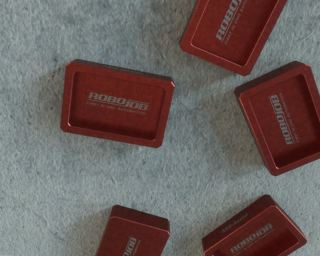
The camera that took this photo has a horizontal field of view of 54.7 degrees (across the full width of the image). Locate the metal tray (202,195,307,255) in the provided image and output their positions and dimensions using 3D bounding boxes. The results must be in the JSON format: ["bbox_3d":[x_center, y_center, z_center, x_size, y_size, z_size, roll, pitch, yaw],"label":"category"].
[{"bbox_3d":[0.141,0.173,0.472,0.130,0.030,0.090,-40,106,13],"label":"metal tray"}]

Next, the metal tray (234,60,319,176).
[{"bbox_3d":[0.164,-0.010,0.405,0.090,0.030,0.130,-25,109,8],"label":"metal tray"}]

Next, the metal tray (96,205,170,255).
[{"bbox_3d":[-0.048,0.189,0.476,0.091,0.030,0.129,18,109,-7],"label":"metal tray"}]

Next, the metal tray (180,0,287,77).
[{"bbox_3d":[0.088,-0.137,0.357,0.091,0.030,0.129,21,109,-8],"label":"metal tray"}]

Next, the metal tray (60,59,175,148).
[{"bbox_3d":[-0.054,-0.030,0.395,0.131,0.030,0.089,10,110,-5],"label":"metal tray"}]
